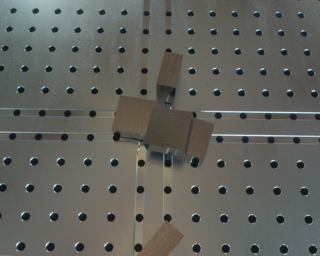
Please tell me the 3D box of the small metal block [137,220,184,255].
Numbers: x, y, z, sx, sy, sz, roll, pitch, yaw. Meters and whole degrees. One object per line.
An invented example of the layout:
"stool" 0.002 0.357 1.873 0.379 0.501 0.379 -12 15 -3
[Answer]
"small metal block" 0.000 0.134 0.350 0.025 0.050 0.050 39 74 12

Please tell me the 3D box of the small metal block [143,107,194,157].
"small metal block" 0.012 0.004 0.384 0.050 0.025 0.050 9 69 13

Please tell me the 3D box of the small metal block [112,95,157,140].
"small metal block" -0.033 -0.013 0.416 0.050 0.025 0.050 10 70 3

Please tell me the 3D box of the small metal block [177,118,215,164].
"small metal block" 0.039 0.014 0.407 0.050 0.025 0.050 18 71 6

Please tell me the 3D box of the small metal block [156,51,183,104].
"small metal block" 0.013 -0.068 0.423 0.025 0.050 0.050 12 71 4
